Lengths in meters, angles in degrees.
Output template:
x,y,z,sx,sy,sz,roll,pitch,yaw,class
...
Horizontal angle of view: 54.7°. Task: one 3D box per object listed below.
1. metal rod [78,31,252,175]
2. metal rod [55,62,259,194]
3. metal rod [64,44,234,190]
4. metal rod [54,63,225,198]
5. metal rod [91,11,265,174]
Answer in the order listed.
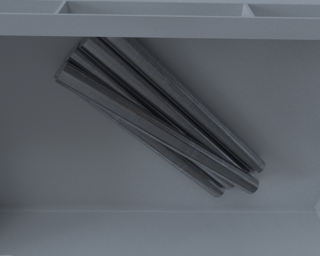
x,y,z,sx,sy,sz,roll,pitch,yaw,class
0.025,-0.011,0.398,0.025,0.025,0.301,-36,122,26,metal rod
0.015,0.012,0.384,0.301,0.025,0.025,31,123,-24,metal rod
0.006,0.001,0.408,0.025,0.025,0.301,-36,122,26,metal rod
-0.009,0.016,0.421,0.025,0.025,0.301,-36,122,26,metal rod
0.041,-0.026,0.385,0.025,0.025,0.301,-36,122,26,metal rod
